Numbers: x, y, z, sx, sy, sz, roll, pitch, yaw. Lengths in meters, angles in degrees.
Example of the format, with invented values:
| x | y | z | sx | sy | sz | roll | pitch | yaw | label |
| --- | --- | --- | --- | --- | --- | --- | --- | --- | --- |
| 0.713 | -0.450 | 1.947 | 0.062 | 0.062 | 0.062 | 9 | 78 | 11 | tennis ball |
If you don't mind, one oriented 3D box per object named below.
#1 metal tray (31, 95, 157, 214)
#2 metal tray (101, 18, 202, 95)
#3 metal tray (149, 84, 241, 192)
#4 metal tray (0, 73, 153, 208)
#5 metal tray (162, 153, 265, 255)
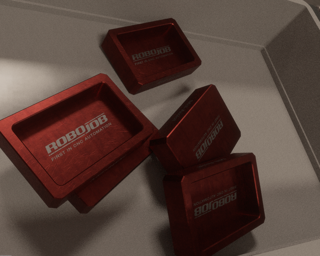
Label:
| x | y | z | sx | sy | sz | roll | pitch | yaw | label |
| --- | --- | --- | --- | --- | --- | --- | --- | --- | --- |
| -0.067 | 0.021 | 0.355 | 0.090 | 0.030 | 0.131 | 46 | 51 | 3 | metal tray |
| -0.009 | -0.110 | 0.460 | 0.131 | 0.030 | 0.090 | -26 | 82 | -37 | metal tray |
| 0.052 | 0.013 | 0.402 | 0.131 | 0.030 | 0.090 | -48 | 114 | -39 | metal tray |
| -0.081 | 0.006 | 0.316 | 0.090 | 0.030 | 0.131 | 49 | 51 | 6 | metal tray |
| 0.067 | 0.084 | 0.357 | 0.131 | 0.030 | 0.089 | -10 | 92 | -40 | metal tray |
